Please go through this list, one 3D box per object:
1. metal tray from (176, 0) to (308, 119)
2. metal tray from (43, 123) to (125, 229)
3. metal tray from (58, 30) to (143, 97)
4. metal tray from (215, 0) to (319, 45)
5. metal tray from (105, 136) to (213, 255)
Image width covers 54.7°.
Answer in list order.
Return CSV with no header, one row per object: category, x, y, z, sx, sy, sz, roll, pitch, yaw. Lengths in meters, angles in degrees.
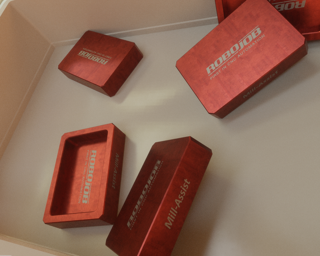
metal tray,0.094,-0.085,0.373,0.130,0.030,0.090,-39,64,18
metal tray,-0.098,0.063,0.413,0.090,0.030,0.130,-11,57,21
metal tray,-0.103,-0.112,0.523,0.130,0.030,0.090,26,75,36
metal tray,0.138,-0.151,0.381,0.130,0.089,0.030,1,34,28
metal tray,-0.003,0.075,0.326,0.090,0.030,0.130,-16,45,63
